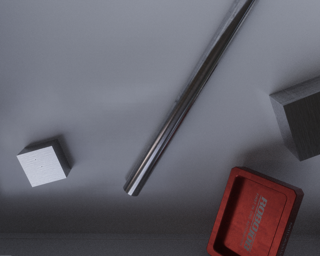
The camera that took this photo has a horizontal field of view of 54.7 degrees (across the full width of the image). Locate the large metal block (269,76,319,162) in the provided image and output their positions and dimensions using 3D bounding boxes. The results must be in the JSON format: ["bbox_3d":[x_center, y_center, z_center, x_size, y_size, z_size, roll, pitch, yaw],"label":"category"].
[{"bbox_3d":[0.197,-0.015,0.395,0.080,0.050,0.080,-22,109,7],"label":"large metal block"}]

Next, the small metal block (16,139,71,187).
[{"bbox_3d":[-0.159,0.048,0.427,0.050,0.025,0.050,-16,110,5],"label":"small metal block"}]

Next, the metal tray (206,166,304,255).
[{"bbox_3d":[0.123,0.126,0.412,0.030,0.090,0.129,10,98,-50],"label":"metal tray"}]

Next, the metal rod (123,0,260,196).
[{"bbox_3d":[0.032,-0.033,0.399,0.025,0.025,0.298,28,107,-10],"label":"metal rod"}]
